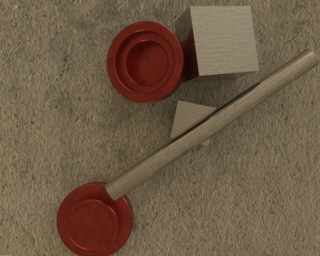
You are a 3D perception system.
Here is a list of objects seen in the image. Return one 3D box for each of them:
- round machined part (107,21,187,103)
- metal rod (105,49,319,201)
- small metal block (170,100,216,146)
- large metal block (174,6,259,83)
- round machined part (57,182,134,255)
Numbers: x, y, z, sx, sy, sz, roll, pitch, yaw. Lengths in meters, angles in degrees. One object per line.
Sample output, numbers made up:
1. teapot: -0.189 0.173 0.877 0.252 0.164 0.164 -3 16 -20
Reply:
1. round machined part: -0.014 -0.081 0.392 0.098 0.042 0.097 1 95 17
2. metal rod: 0.064 -0.004 0.385 0.301 0.025 0.025 -34 90 0
3. small metal block: 0.043 -0.006 0.410 0.050 0.025 0.050 12 90 0
4. large metal block: 0.070 -0.103 0.387 0.081 0.050 0.080 -8 90 -18
5. round machined part: -0.085 0.122 0.401 0.099 0.042 0.097 0 90 0
